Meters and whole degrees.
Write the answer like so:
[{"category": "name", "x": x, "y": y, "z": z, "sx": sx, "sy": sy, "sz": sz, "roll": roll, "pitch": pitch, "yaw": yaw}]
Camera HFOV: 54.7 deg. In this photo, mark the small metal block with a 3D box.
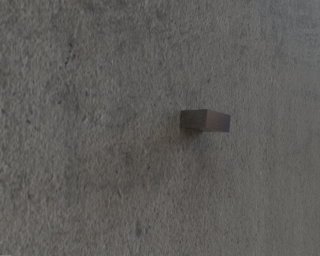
[{"category": "small metal block", "x": 0.065, "y": -0.010, "z": 0.445, "sx": 0.050, "sy": 0.050, "sz": 0.025, "roll": 11, "pitch": 83, "yaw": -40}]
